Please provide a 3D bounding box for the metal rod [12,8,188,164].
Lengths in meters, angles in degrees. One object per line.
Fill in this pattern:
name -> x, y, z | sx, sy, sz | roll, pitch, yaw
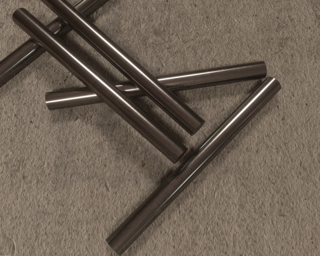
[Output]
metal rod -> -0.086, -0.062, 0.402 | 0.300, 0.025, 0.025 | 41, 75, 13

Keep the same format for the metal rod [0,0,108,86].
metal rod -> -0.150, -0.150, 0.460 | 0.025, 0.025, 0.301 | 41, 75, 13

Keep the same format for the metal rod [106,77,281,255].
metal rod -> 0.052, 0.038, 0.394 | 0.025, 0.025, 0.301 | 43, 75, 14

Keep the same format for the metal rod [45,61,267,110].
metal rod -> -0.002, -0.059, 0.429 | 0.302, 0.025, 0.025 | -9, 71, -4

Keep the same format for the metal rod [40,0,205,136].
metal rod -> -0.060, -0.098, 0.415 | 0.300, 0.025, 0.025 | 43, 75, 13
